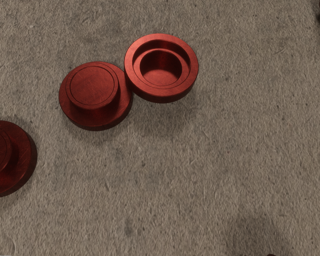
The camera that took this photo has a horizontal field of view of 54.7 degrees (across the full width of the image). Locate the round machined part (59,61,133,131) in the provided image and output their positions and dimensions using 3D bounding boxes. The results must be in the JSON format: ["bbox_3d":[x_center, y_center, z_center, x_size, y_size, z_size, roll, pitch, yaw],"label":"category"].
[{"bbox_3d":[-0.087,-0.048,0.416,0.099,0.042,0.098,0,70,0],"label":"round machined part"}]

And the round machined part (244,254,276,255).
[{"bbox_3d":[0.121,0.168,0.310,0.042,0.098,0.098,-38,75,-13],"label":"round machined part"}]

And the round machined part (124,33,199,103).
[{"bbox_3d":[0.000,-0.077,0.424,0.099,0.042,0.098,2,68,-6],"label":"round machined part"}]

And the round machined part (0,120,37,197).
[{"bbox_3d":[-0.209,0.035,0.384,0.099,0.042,0.098,0,70,-1],"label":"round machined part"}]
